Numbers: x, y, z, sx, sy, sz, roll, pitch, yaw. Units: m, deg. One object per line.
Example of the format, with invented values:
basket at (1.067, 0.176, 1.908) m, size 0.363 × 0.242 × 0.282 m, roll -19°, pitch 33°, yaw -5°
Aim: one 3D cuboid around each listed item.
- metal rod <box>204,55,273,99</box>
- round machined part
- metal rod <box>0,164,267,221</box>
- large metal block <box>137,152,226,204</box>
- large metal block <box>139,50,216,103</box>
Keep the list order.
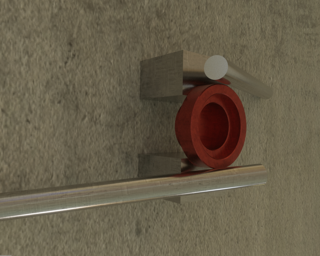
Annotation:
metal rod at (0.127, -0.063, 0.445) m, size 0.301 × 0.025 × 0.025 m, roll -2°, pitch 92°, yaw -62°
round machined part at (0.056, -0.002, 0.368) m, size 0.099 × 0.042 × 0.097 m, roll 0°, pitch 90°, yaw -40°
metal rod at (-0.027, 0.063, 0.313) m, size 0.303 × 0.025 × 0.025 m, roll -4°, pitch 93°, yaw -18°
large metal block at (0.028, 0.059, 0.396) m, size 0.081 × 0.080 × 0.050 m, roll 1°, pitch 89°, yaw -40°
large metal block at (0.030, -0.061, 0.397) m, size 0.081 × 0.080 × 0.050 m, roll 1°, pitch 89°, yaw -40°
